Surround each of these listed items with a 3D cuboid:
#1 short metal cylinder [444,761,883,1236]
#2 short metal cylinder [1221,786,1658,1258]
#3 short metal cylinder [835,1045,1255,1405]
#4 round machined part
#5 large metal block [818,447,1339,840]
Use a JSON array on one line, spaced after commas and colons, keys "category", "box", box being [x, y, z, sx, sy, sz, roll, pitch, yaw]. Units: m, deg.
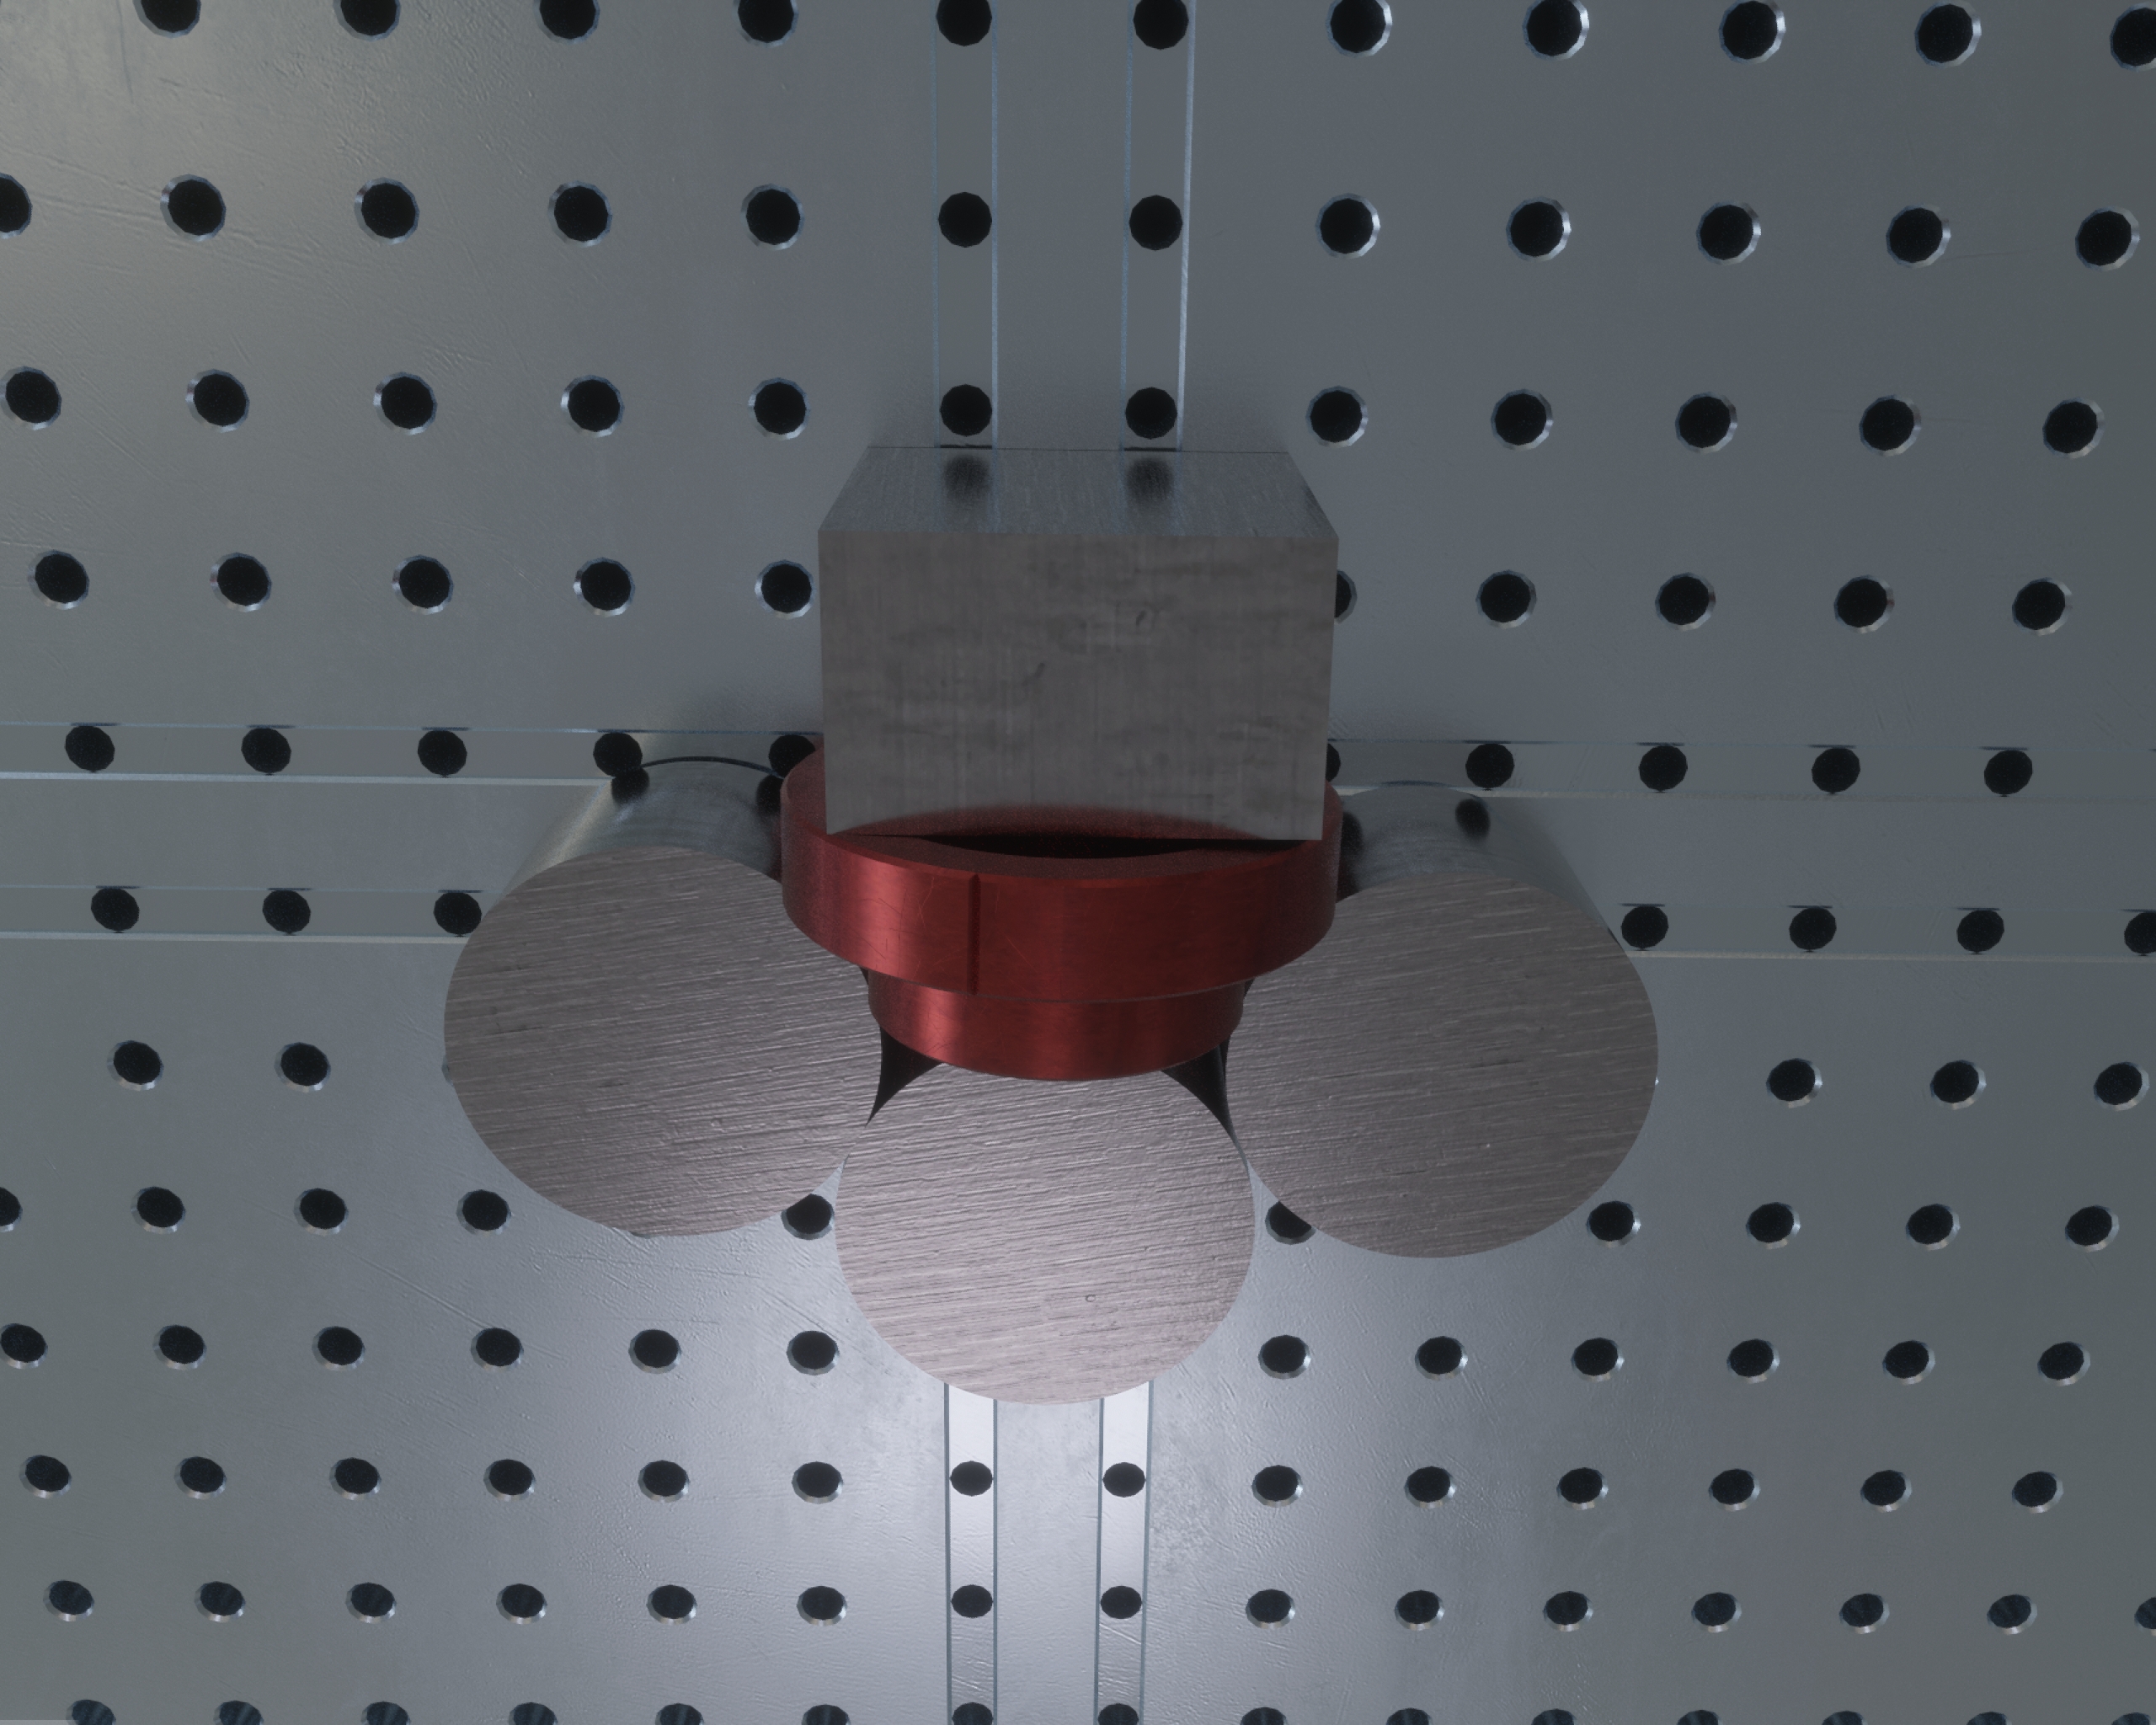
[{"category": "short metal cylinder", "box": [-0.077, 0.026, 0.409, 0.081, 0.050, 0.079, 0, 110, 0]}, {"category": "short metal cylinder", "box": [0.068, 0.030, 0.412, 0.081, 0.050, 0.079, 0, 110, 0]}, {"category": "short metal cylinder", "box": [-0.006, 0.062, 0.423, 0.081, 0.050, 0.079, 0, 110, 0]}, {"category": "round machined part", "box": [-0.003, 0.006, 0.375, 0.099, 0.098, 0.042, 2, 110, -1]}, {"category": "large metal block", "box": [0.000, -0.041, 0.368, 0.081, 0.080, 0.050, 1, 110, -1]}]
